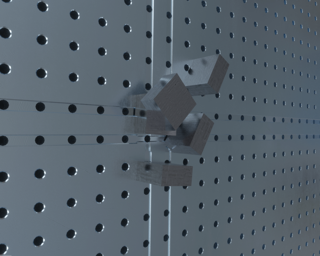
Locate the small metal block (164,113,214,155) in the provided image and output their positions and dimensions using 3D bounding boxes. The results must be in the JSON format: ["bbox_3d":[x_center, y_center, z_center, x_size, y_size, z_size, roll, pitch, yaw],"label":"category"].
[{"bbox_3d":[0.039,0.008,0.425,0.025,0.050,0.050,39,67,-33],"label":"small metal block"}]

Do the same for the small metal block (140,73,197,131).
[{"bbox_3d":[0.012,-0.032,0.386,0.050,0.025,0.050,-51,120,-28],"label":"small metal block"}]

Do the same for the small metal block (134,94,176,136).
[{"bbox_3d":[-0.005,-0.016,0.404,0.050,0.025,0.050,5,87,-40],"label":"small metal block"}]

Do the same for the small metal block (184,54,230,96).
[{"bbox_3d":[0.065,-0.075,0.446,0.025,0.050,0.050,37,67,-34],"label":"small metal block"}]

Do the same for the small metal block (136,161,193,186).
[{"bbox_3d":[0.006,0.058,0.397,0.050,0.050,0.025,8,85,-40],"label":"small metal block"}]
